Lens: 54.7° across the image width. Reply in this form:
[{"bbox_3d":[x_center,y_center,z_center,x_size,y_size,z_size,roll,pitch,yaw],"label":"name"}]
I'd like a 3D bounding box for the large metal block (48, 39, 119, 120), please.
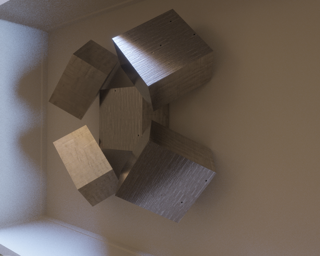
[{"bbox_3d":[-0.106,-0.071,0.446,0.050,0.080,0.080,31,117,-11],"label":"large metal block"}]

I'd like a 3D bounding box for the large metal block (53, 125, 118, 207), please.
[{"bbox_3d":[-0.102,0.056,0.446,0.080,0.050,0.080,53,165,26],"label":"large metal block"}]

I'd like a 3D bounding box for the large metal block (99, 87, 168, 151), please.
[{"bbox_3d":[-0.036,-0.012,0.417,0.080,0.050,0.080,1,91,40],"label":"large metal block"}]

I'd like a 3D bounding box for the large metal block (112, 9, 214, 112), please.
[{"bbox_3d":[0.004,-0.079,0.358,0.080,0.050,0.080,-30,63,-11],"label":"large metal block"}]

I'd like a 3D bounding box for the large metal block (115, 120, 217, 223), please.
[{"bbox_3d":[0.006,0.050,0.355,0.080,0.050,0.080,27,113,-11],"label":"large metal block"}]
